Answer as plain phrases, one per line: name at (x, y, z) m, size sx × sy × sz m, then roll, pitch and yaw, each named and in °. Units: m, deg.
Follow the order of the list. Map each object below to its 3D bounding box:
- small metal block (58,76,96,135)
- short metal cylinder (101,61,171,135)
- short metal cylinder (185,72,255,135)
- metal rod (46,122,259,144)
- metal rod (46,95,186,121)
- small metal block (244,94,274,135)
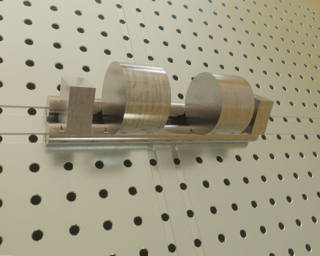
small metal block at (-0.090, -0.025, 0.330) m, size 0.025 × 0.050 × 0.050 m, roll 1°, pitch 20°, yaw -28°
short metal cylinder at (-0.029, -0.032, 0.348) m, size 0.050 × 0.080 × 0.080 m, roll 1°, pitch 62°, yaw -28°
short metal cylinder at (0.075, -0.031, 0.404) m, size 0.050 × 0.080 × 0.080 m, roll 1°, pitch 62°, yaw -28°
metal rod at (0.010, 0.007, 0.409) m, size 0.303 × 0.025 × 0.025 m, roll 1°, pitch 62°, yaw -28°
metal rod at (0.005, -0.023, 0.425) m, size 0.303 × 0.025 × 0.025 m, roll 1°, pitch 62°, yaw -28°
small metal block at (0.130, -0.022, 0.446) m, size 0.025 × 0.050 × 0.050 m, roll 0°, pitch 21°, yaw -28°
